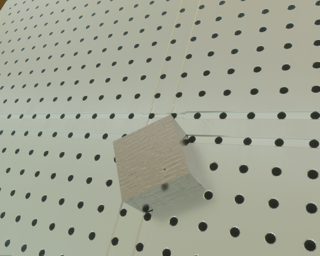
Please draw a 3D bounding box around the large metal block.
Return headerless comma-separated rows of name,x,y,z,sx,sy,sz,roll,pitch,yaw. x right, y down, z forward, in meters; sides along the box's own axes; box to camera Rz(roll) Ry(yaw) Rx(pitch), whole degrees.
large metal block,-0.004,0.043,0.369,0.080,0.050,0.080,-25,53,13
